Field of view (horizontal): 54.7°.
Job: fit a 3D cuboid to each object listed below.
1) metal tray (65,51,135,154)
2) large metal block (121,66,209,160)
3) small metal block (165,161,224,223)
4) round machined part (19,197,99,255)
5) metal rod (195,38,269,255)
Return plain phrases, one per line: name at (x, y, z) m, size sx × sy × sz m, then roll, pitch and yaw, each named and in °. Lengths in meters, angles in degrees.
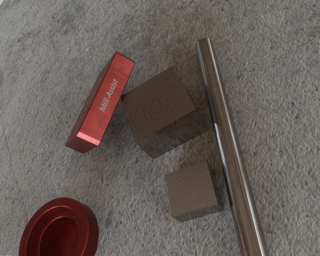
metal tray at (-0.085, -0.033, 0.434) m, size 0.090 × 0.030 × 0.130 m, roll -25°, pitch 41°, yaw 61°
large metal block at (0.004, -0.019, 0.398) m, size 0.080 × 0.050 × 0.080 m, roll -29°, pitch 52°, yaw 9°
small metal block at (0.037, 0.070, 0.341) m, size 0.050 × 0.025 × 0.050 m, roll -21°, pitch 54°, yaw 15°
round machined part at (-0.114, 0.136, 0.369) m, size 0.098 × 0.042 × 0.098 m, roll -13°, pitch 56°, yaw 21°
metal rod at (0.076, 0.005, 0.361) m, size 0.025 × 0.025 × 0.299 m, roll -18°, pitch 55°, yaw 18°
